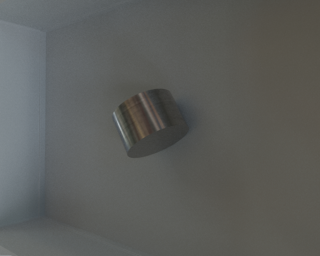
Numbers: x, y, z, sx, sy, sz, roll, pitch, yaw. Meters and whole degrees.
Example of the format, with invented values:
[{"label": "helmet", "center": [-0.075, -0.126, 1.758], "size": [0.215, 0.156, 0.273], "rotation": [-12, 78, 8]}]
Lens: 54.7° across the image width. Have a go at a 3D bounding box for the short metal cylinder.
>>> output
[{"label": "short metal cylinder", "center": [-0.012, -0.004, 0.379], "size": [0.080, 0.081, 0.050], "rotation": [-39, 67, 33]}]
